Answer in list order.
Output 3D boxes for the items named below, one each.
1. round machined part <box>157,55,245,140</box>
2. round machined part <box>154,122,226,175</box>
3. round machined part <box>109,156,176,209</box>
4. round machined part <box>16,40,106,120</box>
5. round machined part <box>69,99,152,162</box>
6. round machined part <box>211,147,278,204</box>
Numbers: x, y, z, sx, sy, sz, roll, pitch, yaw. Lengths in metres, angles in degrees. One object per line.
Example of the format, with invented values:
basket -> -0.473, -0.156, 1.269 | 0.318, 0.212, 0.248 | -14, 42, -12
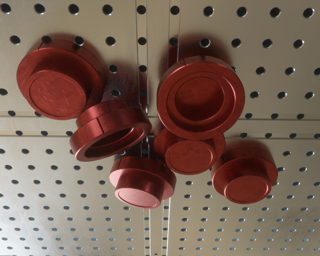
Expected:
round machined part -> 0.045, -0.038, 0.362 | 0.099, 0.042, 0.097 | -1, 121, -1
round machined part -> 0.040, 0.027, 0.424 | 0.099, 0.042, 0.097 | 0, 130, 0
round machined part -> -0.028, 0.085, 0.454 | 0.098, 0.042, 0.098 | 10, 144, 7
round machined part -> -0.115, -0.048, 0.359 | 0.099, 0.042, 0.097 | 0, 130, 0
round machined part -> -0.063, 0.000, 0.379 | 0.098, 0.042, 0.098 | -24, 164, -7
round machined part -> 0.129, 0.078, 0.468 | 0.099, 0.042, 0.097 | 0, 130, 0
